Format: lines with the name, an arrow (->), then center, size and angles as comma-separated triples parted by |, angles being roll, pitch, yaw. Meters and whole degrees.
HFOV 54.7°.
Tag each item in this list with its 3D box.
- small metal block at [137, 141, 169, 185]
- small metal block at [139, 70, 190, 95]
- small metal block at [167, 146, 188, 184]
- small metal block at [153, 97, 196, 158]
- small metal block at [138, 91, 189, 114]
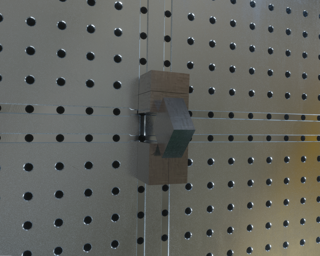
small metal block -> -0.010, 0.043, 0.396 | 0.025, 0.050, 0.050 | 2, 90, -20
small metal block -> 0.004, -0.056, 0.401 | 0.050, 0.050, 0.025 | 2, 90, -20
small metal block -> 0.014, 0.044, 0.404 | 0.025, 0.050, 0.050 | 2, 90, -20
small metal block -> 0.015, 0.000, 0.362 | 0.025, 0.050, 0.050 | 1, 48, -20
small metal block -> 0.003, -0.031, 0.401 | 0.050, 0.050, 0.025 | 2, 90, -20
